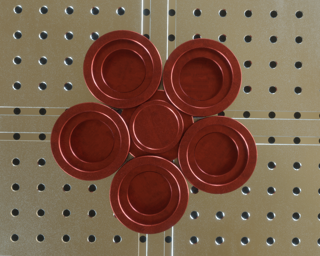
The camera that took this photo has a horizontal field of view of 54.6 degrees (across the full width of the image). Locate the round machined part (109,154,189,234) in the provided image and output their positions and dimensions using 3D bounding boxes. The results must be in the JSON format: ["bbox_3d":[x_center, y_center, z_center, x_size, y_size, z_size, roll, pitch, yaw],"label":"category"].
[{"bbox_3d":[-0.013,0.083,0.404,0.099,0.042,0.097,0,90,0],"label":"round machined part"}]

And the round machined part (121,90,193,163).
[{"bbox_3d":[-0.005,-0.001,0.404,0.099,0.042,0.097,0,90,0],"label":"round machined part"}]

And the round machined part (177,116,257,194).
[{"bbox_3d":[0.072,0.033,0.405,0.099,0.042,0.097,0,90,0],"label":"round machined part"}]

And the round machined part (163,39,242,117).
[{"bbox_3d":[0.053,-0.063,0.405,0.099,0.042,0.097,0,90,0],"label":"round machined part"}]

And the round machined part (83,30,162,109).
[{"bbox_3d":[-0.046,-0.073,0.404,0.099,0.042,0.097,0,90,0],"label":"round machined part"}]

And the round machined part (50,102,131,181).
[{"bbox_3d":[-0.086,0.016,0.404,0.099,0.042,0.097,0,90,0],"label":"round machined part"}]
